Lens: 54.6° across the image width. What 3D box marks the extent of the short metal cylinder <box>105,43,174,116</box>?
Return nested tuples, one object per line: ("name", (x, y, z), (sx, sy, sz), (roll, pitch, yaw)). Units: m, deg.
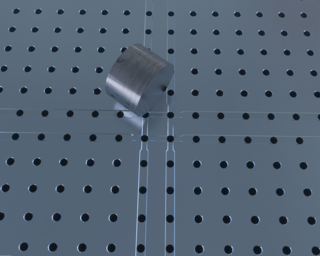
("short metal cylinder", (-0.026, -0.062, 0.405), (0.050, 0.080, 0.080), (35, 74, 12))
